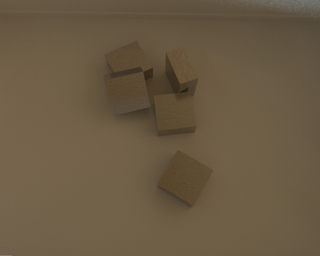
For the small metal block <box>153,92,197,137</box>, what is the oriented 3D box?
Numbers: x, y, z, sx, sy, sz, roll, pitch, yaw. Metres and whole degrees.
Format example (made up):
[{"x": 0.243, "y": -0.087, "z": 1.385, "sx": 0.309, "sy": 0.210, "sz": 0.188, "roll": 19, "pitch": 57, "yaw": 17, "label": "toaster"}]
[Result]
[{"x": 0.019, "y": -0.019, "z": 0.417, "sx": 0.050, "sy": 0.025, "sz": 0.050, "roll": -7, "pitch": 70, "yaw": -3, "label": "small metal block"}]

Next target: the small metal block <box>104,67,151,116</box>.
[{"x": -0.044, "y": -0.049, "z": 0.412, "sx": 0.050, "sy": 0.050, "sz": 0.025, "roll": -14, "pitch": 27, "yaw": -5, "label": "small metal block"}]

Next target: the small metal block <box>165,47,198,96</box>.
[{"x": 0.028, "y": -0.073, "z": 0.423, "sx": 0.025, "sy": 0.050, "sz": 0.050, "roll": -19, "pitch": 71, "yaw": -7, "label": "small metal block"}]

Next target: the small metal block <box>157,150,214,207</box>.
[{"x": 0.031, "y": 0.063, "z": 0.387, "sx": 0.050, "sy": 0.025, "sz": 0.050, "roll": 29, "pitch": 72, "yaw": 10, "label": "small metal block"}]

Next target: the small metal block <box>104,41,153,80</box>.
[{"x": -0.044, "y": -0.089, "z": 0.442, "sx": 0.050, "sy": 0.025, "sz": 0.050, "roll": -27, "pitch": 72, "yaw": -10, "label": "small metal block"}]
